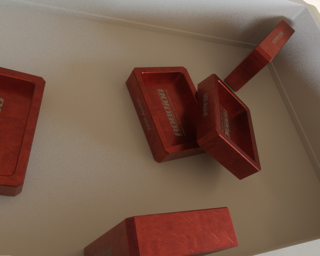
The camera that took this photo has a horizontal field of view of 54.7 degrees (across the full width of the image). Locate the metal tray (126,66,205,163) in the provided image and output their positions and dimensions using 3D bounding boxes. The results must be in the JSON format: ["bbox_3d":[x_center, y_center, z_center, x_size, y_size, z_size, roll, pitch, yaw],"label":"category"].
[{"bbox_3d":[0.016,-0.023,0.427,0.091,0.030,0.130,-8,66,-32],"label":"metal tray"}]

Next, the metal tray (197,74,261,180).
[{"bbox_3d":[0.091,-0.006,0.421,0.090,0.030,0.130,39,35,-25],"label":"metal tray"}]

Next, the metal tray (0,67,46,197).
[{"bbox_3d":[-0.174,-0.003,0.310,0.091,0.030,0.130,12,56,-22],"label":"metal tray"}]

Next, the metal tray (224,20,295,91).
[{"bbox_3d":[0.173,-0.125,0.536,0.030,0.090,0.131,44,51,2],"label":"metal tray"}]

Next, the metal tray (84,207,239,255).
[{"bbox_3d":[-0.006,0.105,0.272,0.091,0.129,0.030,3,61,-27],"label":"metal tray"}]
